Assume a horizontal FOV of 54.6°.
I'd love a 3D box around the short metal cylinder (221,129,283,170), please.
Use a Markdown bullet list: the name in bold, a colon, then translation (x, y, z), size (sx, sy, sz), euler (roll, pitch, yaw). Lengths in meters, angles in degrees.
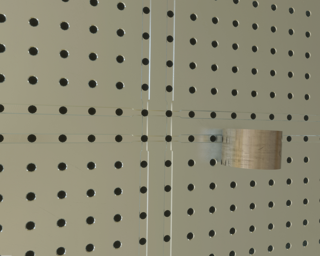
- **short metal cylinder**: translation (0.126, 0.028, 0.429), size (0.081, 0.080, 0.050), euler (3, 89, -20)
